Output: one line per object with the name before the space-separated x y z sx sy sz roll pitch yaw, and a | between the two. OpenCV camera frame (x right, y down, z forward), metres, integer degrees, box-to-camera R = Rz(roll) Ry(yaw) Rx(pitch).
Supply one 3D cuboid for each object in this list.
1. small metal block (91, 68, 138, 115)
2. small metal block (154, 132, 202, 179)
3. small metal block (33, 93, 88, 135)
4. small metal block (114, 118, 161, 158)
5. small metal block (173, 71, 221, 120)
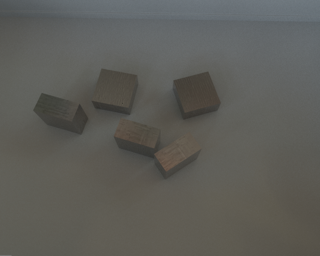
small metal block | -0.061 -0.050 0.427 0.050 0.025 0.050 11 70 3
small metal block | 0.021 0.035 0.384 0.050 0.050 0.025 -32 74 -11
small metal block | -0.126 -0.017 0.401 0.050 0.050 0.025 16 71 5
small metal block | -0.027 0.014 0.391 0.050 0.050 0.025 16 71 5
small metal block | 0.049 -0.045 0.427 0.050 0.025 0.050 -15 71 -6
